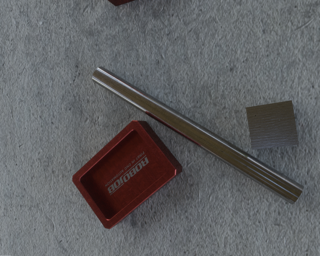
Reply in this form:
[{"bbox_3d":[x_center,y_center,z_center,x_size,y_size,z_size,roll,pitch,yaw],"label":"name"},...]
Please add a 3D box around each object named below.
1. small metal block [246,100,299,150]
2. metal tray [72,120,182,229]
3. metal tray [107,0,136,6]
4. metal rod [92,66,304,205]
[{"bbox_3d":[0.131,-0.003,0.363,0.050,0.025,0.050,-9,87,19],"label":"small metal block"},{"bbox_3d":[-0.047,0.062,0.421,0.130,0.030,0.090,-42,77,15],"label":"metal tray"},{"bbox_3d":[-0.040,-0.243,0.419,0.090,0.030,0.129,-9,87,19],"label":"metal tray"},{"bbox_3d":[0.035,0.001,0.395,0.300,0.025,0.025,32,100,16],"label":"metal rod"}]
